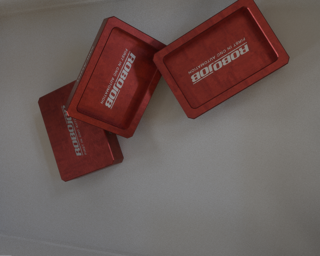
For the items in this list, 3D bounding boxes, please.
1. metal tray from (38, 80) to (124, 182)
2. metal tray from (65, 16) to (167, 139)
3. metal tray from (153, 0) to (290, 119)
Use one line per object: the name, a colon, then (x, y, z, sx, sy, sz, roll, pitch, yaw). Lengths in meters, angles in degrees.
metal tray: (-0.116, 0.002, 0.449, 0.090, 0.030, 0.129, -21, 83, 18)
metal tray: (-0.053, -0.062, 0.395, 0.091, 0.030, 0.129, 23, 97, -25)
metal tray: (0.069, -0.080, 0.366, 0.130, 0.030, 0.090, -31, 88, 8)
